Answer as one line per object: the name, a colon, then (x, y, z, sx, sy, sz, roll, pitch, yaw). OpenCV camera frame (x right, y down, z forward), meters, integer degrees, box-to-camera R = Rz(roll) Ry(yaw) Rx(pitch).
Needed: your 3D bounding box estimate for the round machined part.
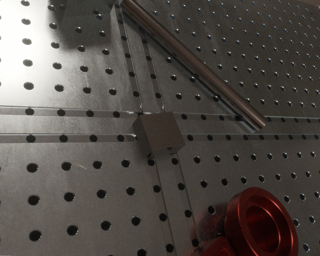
round machined part: (0.118, 0.126, 0.380, 0.099, 0.042, 0.098, 21, 48, -25)

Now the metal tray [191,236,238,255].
metal tray: (0.070, 0.195, 0.324, 0.091, 0.030, 0.130, -26, 76, -37)

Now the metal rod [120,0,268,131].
metal rod: (0.055, -0.104, 0.503, 0.300, 0.025, 0.025, 42, 51, 0)

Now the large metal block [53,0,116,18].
large metal block: (-0.106, -0.211, 0.446, 0.081, 0.080, 0.050, -22, 74, -36)

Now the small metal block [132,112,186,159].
small metal block: (-0.002, 0.008, 0.404, 0.050, 0.025, 0.050, -8, 66, -32)
